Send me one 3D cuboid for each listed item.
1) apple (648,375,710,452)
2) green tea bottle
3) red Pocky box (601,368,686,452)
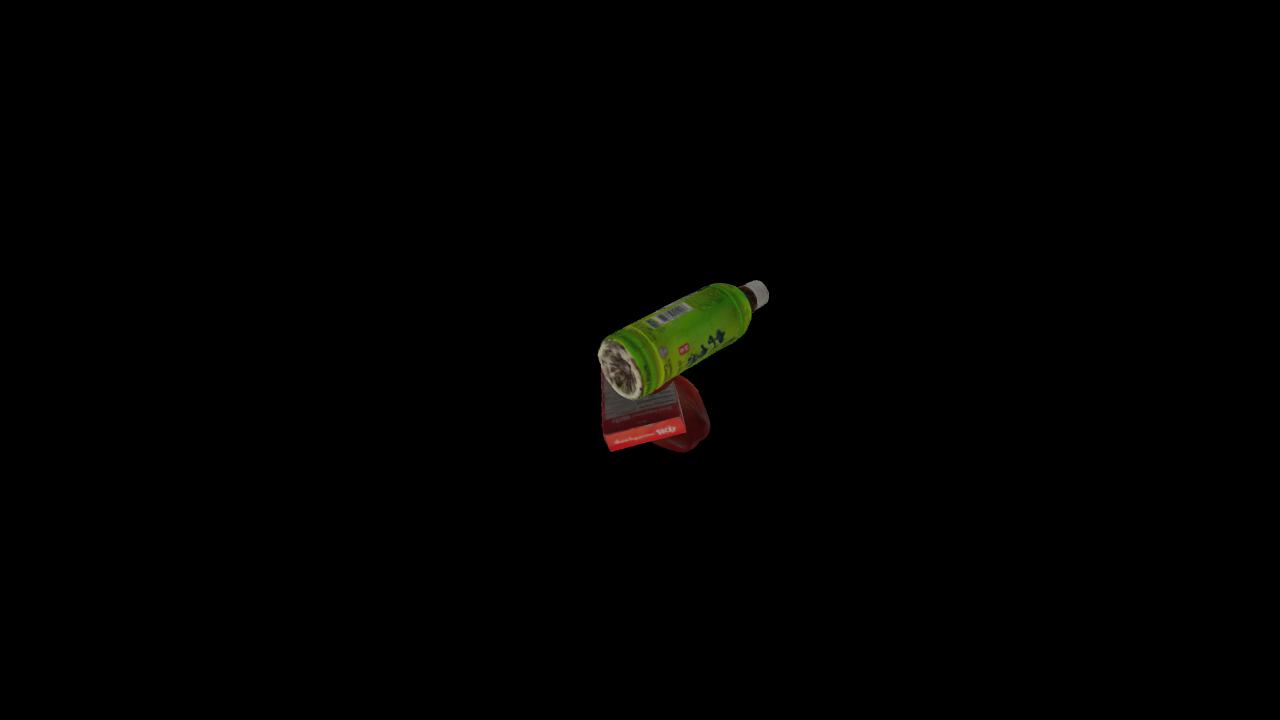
[{"bbox_3d":[0.032,0.056,0.668,0.079,0.093,0.079,-42,-4,-4],"label":"apple"},{"bbox_3d":[0.057,-0.034,0.645,0.212,0.073,0.073,-30,16,-29],"label":"green tea bottle"},{"bbox_3d":[0.000,0.034,0.673,0.083,0.028,0.155,-13,32,4],"label":"red Pocky box"}]
